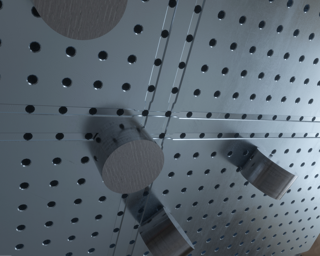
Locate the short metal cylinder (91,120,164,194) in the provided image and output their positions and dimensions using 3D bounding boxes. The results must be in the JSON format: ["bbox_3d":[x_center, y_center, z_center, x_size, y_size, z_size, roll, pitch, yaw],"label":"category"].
[{"bbox_3d":[-0.042,0.037,0.396,0.081,0.050,0.079,-14,125,-21],"label":"short metal cylinder"}]

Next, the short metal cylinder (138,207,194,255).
[{"bbox_3d":[0.010,0.173,0.490,0.050,0.080,0.080,-38,130,-3],"label":"short metal cylinder"}]

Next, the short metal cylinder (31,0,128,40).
[{"bbox_3d":[-0.075,-0.125,0.277,0.081,0.050,0.079,-14,125,-21],"label":"short metal cylinder"}]

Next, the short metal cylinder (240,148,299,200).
[{"bbox_3d":[0.185,0.077,0.528,0.080,0.080,0.050,22,106,-37],"label":"short metal cylinder"}]
